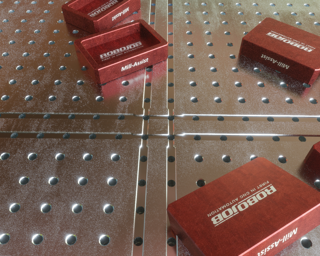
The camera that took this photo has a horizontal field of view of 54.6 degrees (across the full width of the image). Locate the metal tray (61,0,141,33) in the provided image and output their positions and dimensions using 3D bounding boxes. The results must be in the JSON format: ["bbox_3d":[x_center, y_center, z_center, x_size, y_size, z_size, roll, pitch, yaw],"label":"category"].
[{"bbox_3d":[-0.111,-0.235,0.601,0.090,0.030,0.131,29,56,22],"label":"metal tray"}]

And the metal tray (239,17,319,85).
[{"bbox_3d":[0.213,-0.132,0.517,0.130,0.030,0.090,33,57,24],"label":"metal tray"}]

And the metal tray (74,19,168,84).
[{"bbox_3d":[-0.063,-0.130,0.512,0.131,0.030,0.090,-25,54,-20],"label":"metal tray"}]

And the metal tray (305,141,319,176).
[{"bbox_3d":[0.251,0.056,0.359,0.091,0.030,0.130,-24,54,-19],"label":"metal tray"}]

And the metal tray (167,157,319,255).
[{"bbox_3d":[0.084,0.086,0.312,0.131,0.030,0.090,-23,32,-19],"label":"metal tray"}]
